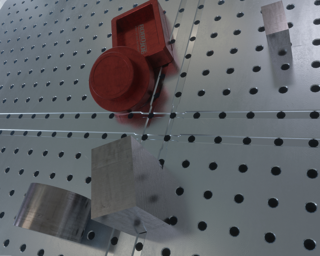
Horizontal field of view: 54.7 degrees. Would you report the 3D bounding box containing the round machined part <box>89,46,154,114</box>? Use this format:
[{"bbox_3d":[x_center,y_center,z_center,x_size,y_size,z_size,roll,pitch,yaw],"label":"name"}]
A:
[{"bbox_3d":[-0.061,-0.071,0.450,0.098,0.042,0.097,-1,85,19],"label":"round machined part"}]

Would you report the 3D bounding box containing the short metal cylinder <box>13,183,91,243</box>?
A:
[{"bbox_3d":[-0.127,0.104,0.376,0.080,0.080,0.050,1,63,29],"label":"short metal cylinder"}]

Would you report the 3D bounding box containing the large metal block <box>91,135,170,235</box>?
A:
[{"bbox_3d":[-0.033,0.067,0.349,0.050,0.080,0.080,-20,54,17],"label":"large metal block"}]

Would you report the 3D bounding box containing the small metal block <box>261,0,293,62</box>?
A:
[{"bbox_3d":[0.147,-0.120,0.389,0.025,0.050,0.050,-11,57,22],"label":"small metal block"}]

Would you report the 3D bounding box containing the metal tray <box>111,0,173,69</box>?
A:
[{"bbox_3d":[-0.033,-0.148,0.513,0.090,0.030,0.130,-20,54,16],"label":"metal tray"}]
